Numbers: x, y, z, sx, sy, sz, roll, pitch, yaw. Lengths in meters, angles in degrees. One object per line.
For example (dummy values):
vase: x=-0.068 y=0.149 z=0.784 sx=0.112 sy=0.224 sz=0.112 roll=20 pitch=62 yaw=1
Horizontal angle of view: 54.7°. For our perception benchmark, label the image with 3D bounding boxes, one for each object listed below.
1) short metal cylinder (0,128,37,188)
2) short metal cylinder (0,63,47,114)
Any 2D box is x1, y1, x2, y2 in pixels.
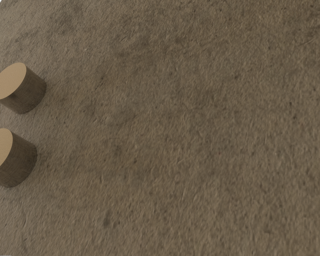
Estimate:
short metal cylinder: x=-0.242 y=0.047 z=0.483 sx=0.080 sy=0.050 sz=0.080 roll=-13 pitch=56 yaw=20
short metal cylinder: x=-0.256 y=-0.072 z=0.563 sx=0.080 sy=0.050 sz=0.080 roll=-13 pitch=56 yaw=20
